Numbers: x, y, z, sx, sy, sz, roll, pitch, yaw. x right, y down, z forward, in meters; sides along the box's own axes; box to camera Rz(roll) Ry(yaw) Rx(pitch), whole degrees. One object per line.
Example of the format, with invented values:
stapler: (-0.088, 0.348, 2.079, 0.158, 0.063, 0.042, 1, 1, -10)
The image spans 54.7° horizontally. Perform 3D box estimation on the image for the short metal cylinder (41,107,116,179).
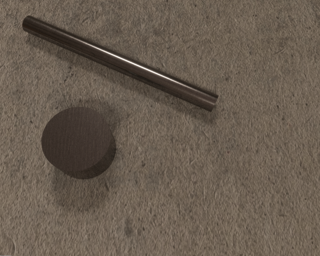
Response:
short metal cylinder: (-0.098, 0.020, 0.386, 0.081, 0.050, 0.080, 0, 70, 0)

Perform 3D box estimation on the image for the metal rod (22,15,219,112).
metal rod: (-0.061, -0.094, 0.441, 0.301, 0.025, 0.025, 24, 72, 8)
